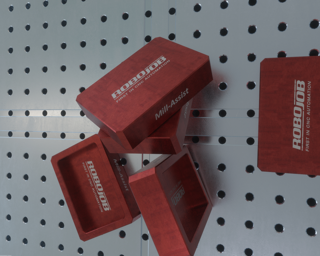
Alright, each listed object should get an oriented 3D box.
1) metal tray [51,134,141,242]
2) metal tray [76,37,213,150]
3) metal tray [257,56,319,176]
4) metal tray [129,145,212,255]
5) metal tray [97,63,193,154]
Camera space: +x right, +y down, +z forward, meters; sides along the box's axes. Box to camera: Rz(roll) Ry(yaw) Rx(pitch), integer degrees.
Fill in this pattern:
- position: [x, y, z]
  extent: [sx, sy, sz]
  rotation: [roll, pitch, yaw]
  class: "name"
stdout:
- position: [-0.092, 0.083, 0.443]
  extent: [0.090, 0.030, 0.130]
  rotation: [-26, 82, 18]
  class: "metal tray"
- position: [-0.017, -0.045, 0.347]
  extent: [0.130, 0.030, 0.090]
  rotation: [-41, 49, -17]
  class: "metal tray"
- position: [0.160, -0.014, 0.353]
  extent: [0.090, 0.030, 0.129]
  rotation: [2, 91, 20]
  class: "metal tray"
- position: [0.019, 0.075, 0.345]
  extent: [0.030, 0.130, 0.090]
  rotation: [-23, 89, 19]
  class: "metal tray"
- position: [-0.010, -0.030, 0.373]
  extent: [0.090, 0.030, 0.130]
  rotation: [0, 50, 20]
  class: "metal tray"
